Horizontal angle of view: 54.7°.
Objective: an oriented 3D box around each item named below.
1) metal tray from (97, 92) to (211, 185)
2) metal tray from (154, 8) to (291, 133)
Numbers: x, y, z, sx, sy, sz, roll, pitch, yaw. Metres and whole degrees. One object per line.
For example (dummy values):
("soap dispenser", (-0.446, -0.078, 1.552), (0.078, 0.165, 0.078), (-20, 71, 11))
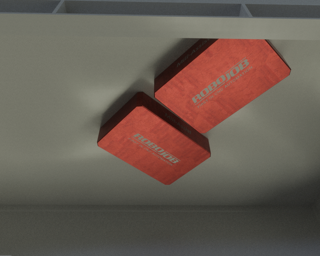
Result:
("metal tray", (-0.007, 0.020, 0.423), (0.130, 0.030, 0.090), (34, 122, -26))
("metal tray", (0.068, -0.059, 0.357), (0.090, 0.030, 0.130), (37, 121, -28))
